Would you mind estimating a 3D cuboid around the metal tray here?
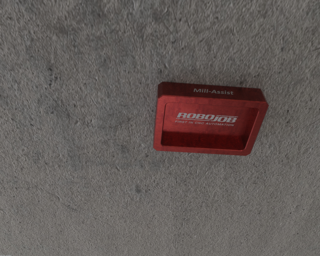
[{"bbox_3d":[0.059,-0.009,0.396,0.131,0.030,0.089,4,130,-3],"label":"metal tray"}]
